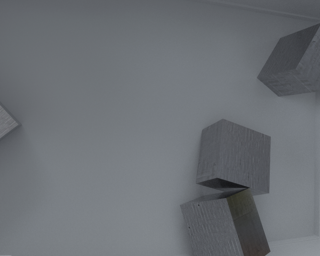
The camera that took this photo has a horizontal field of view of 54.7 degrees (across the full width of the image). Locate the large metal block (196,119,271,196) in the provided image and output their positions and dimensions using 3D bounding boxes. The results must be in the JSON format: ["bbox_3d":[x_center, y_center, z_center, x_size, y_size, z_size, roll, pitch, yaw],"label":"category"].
[{"bbox_3d":[0.101,0.043,0.422,0.081,0.050,0.080,19,65,-19],"label":"large metal block"}]

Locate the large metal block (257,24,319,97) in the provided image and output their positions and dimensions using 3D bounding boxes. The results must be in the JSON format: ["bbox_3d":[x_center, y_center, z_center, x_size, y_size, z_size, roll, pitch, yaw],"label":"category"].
[{"bbox_3d":[0.204,-0.096,0.456,0.050,0.080,0.080,36,79,-17],"label":"large metal block"}]

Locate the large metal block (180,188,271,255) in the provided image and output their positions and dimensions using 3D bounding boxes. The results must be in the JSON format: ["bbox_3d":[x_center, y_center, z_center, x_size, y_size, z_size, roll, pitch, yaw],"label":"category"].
[{"bbox_3d":[0.081,0.127,0.396,0.050,0.080,0.080,-8,79,-42],"label":"large metal block"}]

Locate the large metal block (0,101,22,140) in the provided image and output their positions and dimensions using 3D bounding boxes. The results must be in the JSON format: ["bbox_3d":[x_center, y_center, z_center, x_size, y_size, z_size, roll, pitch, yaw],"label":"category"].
[{"bbox_3d":[-0.207,-0.008,0.321,0.080,0.050,0.080,-42,104,-15],"label":"large metal block"}]
